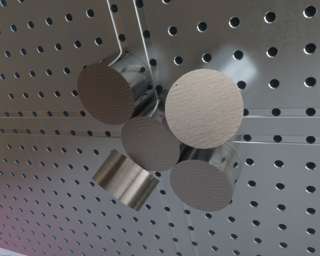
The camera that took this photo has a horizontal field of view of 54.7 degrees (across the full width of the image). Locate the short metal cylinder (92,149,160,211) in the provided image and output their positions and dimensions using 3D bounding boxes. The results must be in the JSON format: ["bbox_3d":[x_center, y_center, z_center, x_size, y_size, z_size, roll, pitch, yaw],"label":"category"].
[{"bbox_3d":[-0.047,0.073,0.436,0.080,0.050,0.080,35,171,7],"label":"short metal cylinder"}]

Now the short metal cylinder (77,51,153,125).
[{"bbox_3d":[-0.056,-0.050,0.391,0.080,0.050,0.079,13,124,20],"label":"short metal cylinder"}]

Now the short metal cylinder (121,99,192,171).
[{"bbox_3d":[-0.003,0.009,0.400,0.080,0.050,0.079,13,124,20],"label":"short metal cylinder"}]

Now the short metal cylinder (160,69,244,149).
[{"bbox_3d":[0.042,-0.020,0.333,0.081,0.050,0.079,0,93,-7],"label":"short metal cylinder"}]

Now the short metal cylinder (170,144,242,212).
[{"bbox_3d":[0.059,0.060,0.400,0.080,0.050,0.079,13,124,20],"label":"short metal cylinder"}]
